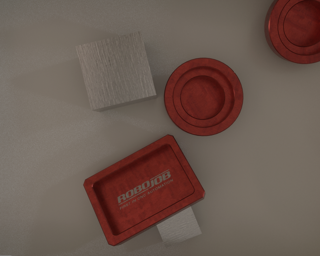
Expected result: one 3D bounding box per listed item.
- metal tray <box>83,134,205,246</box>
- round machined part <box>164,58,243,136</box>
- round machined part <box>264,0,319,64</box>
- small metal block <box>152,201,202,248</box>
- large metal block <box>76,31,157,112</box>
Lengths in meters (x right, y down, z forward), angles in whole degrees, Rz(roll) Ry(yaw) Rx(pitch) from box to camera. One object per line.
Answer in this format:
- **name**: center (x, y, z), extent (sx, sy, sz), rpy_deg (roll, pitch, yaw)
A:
- **metal tray**: center (-0.020, 0.078, 0.394), extent (0.130, 0.030, 0.090), rpy_deg (-29, 70, -1)
- **round machined part**: center (0.054, -0.039, 0.404), extent (0.099, 0.042, 0.097), rpy_deg (0, 90, -1)
- **round machined part**: center (0.184, -0.133, 0.397), extent (0.099, 0.042, 0.097), rpy_deg (1, 106, 2)
- **small metal block**: center (0.021, 0.123, 0.412), extent (0.050, 0.025, 0.050), rpy_deg (-22, 91, -1)
- **large metal block**: center (-0.053, -0.070, 0.398), extent (0.080, 0.050, 0.080), rpy_deg (-14, 90, -1)
